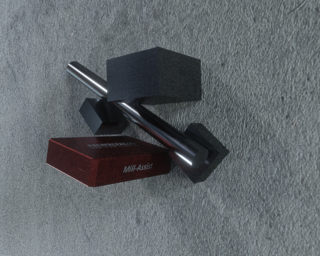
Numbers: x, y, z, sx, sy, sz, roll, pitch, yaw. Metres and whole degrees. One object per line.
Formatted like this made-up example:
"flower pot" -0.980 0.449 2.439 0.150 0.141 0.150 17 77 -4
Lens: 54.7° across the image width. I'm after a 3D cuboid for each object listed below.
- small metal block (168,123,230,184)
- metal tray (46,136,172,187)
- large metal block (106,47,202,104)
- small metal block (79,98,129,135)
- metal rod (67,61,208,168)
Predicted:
"small metal block" 0.046 0.029 0.368 0.050 0.025 0.050 49 119 28
"metal tray" -0.058 0.036 0.384 0.090 0.131 0.030 16 100 39
"large metal block" -0.006 -0.057 0.372 0.080 0.081 0.050 -2 89 39
"small metal block" -0.082 -0.017 0.455 0.050 0.050 0.025 52 120 27
"metal rod" -0.051 -0.034 0.429 0.300 0.025 0.025 35 112 39
